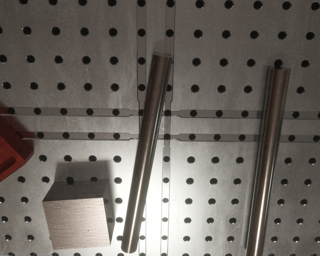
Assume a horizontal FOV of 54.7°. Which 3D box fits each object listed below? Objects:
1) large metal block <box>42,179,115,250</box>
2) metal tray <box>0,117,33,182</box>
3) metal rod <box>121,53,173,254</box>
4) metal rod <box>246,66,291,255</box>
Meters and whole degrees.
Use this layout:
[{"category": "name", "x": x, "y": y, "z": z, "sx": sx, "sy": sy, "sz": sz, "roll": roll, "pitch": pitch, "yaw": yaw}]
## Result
[{"category": "large metal block", "x": -0.113, "y": 0.123, "z": 0.444, "sx": 0.081, "sy": 0.050, "sz": 0.079, "roll": -4, "pitch": 110, "yaw": 1}, {"category": "metal tray", "x": -0.254, "y": 0.042, "z": 0.422, "sx": 0.130, "sy": 0.030, "sz": 0.090, "roll": -34, "pitch": 107, "yaw": 11}, {"category": "metal rod", "x": -0.022, "y": 0.048, "z": 0.430, "sx": 0.025, "sy": 0.025, "sz": 0.298, "roll": 9, "pitch": 110, "yaw": -4}, {"category": "metal rod", "x": 0.150, "y": 0.065, "z": 0.439, "sx": 0.025, "sy": 0.025, "sz": 0.298, "roll": 0, "pitch": 110, "yaw": -1}]
